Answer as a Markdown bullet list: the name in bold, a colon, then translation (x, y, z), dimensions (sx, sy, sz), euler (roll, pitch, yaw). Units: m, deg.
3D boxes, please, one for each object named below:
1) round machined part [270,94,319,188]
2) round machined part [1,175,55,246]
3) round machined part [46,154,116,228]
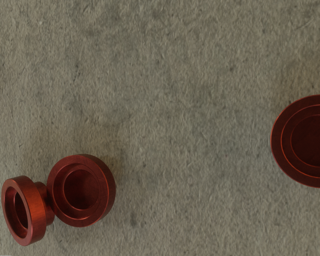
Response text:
- **round machined part**: translation (0.173, 0.014, 0.339), dimensions (0.098, 0.042, 0.097), euler (0, 90, 19)
- **round machined part**: translation (-0.190, 0.117, 0.453), dimensions (0.098, 0.042, 0.097), euler (10, 105, 41)
- **round machined part**: translation (-0.106, 0.085, 0.436), dimensions (0.098, 0.042, 0.097), euler (0, 90, 19)
